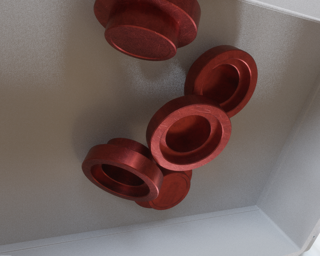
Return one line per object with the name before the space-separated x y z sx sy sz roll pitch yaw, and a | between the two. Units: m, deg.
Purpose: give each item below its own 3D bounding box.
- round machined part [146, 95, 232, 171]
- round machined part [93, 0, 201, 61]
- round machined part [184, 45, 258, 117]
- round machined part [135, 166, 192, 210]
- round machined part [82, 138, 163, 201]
round machined part | 0.031 0.002 0.369 0.099 0.042 0.097 -10 129 -12
round machined part | -0.014 -0.096 0.291 0.099 0.098 0.042 20 77 -36
round machined part | 0.074 -0.060 0.403 0.099 0.042 0.097 -14 124 -21
round machined part | 0.005 0.080 0.452 0.099 0.042 0.097 -14 125 -21
round machined part | -0.042 0.048 0.383 0.098 0.098 0.042 56 42 -40
